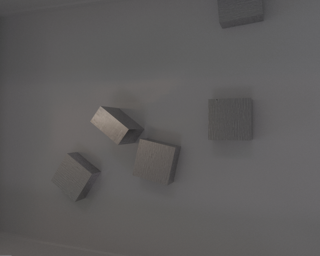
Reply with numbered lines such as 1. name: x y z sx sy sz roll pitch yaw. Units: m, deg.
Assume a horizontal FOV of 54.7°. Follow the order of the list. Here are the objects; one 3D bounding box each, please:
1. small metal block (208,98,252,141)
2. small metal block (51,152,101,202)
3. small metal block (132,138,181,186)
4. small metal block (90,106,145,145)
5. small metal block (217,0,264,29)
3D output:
1. small metal block: 0.087 -0.010 0.380 0.050 0.025 0.050 0 90 20
2. small metal block: -0.123 0.071 0.454 0.050 0.025 0.050 36 101 16
3. small metal block: -0.004 0.044 0.412 0.050 0.025 0.050 13 94 19
4. small metal block: -0.056 -0.004 0.417 0.050 0.050 0.025 39 103 16
5. small metal block: 0.097 -0.153 0.376 0.050 0.025 0.050 -5 88 20
